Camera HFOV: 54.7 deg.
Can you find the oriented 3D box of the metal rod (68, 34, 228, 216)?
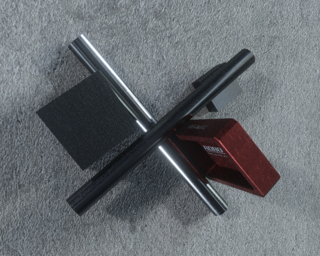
[{"bbox_3d":[-0.007,0.006,0.409,0.025,0.025,0.300,-44,104,-15],"label":"metal rod"}]

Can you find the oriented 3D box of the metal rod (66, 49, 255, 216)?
[{"bbox_3d":[0.012,-0.005,0.389,0.301,0.025,0.025,-41,103,-16],"label":"metal rod"}]

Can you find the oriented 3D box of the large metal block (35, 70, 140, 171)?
[{"bbox_3d":[-0.085,-0.009,0.365,0.080,0.050,0.080,-39,103,-16],"label":"large metal block"}]

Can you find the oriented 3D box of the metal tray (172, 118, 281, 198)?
[{"bbox_3d":[0.073,0.032,0.382,0.030,0.130,0.090,-44,104,-14],"label":"metal tray"}]

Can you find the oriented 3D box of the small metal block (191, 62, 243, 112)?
[{"bbox_3d":[0.082,-0.058,0.442,0.050,0.025,0.050,-37,102,-16],"label":"small metal block"}]
